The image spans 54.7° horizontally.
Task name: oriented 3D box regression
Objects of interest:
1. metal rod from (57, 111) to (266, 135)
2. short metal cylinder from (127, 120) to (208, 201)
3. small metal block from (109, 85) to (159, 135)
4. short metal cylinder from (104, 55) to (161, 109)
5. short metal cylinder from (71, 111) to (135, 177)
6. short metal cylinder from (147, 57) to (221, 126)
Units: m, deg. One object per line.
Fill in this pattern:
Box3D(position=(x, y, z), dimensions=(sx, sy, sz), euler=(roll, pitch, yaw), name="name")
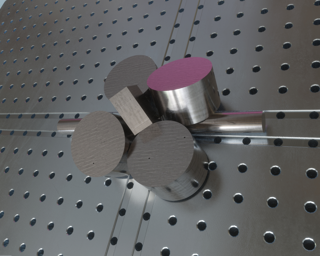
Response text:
Box3D(position=(-0.018, -0.004, 0.415), dimensions=(0.300, 0.025, 0.025), euler=(-1, 61, 27), name="metal rod")
Box3D(position=(0.010, 0.038, 0.359), dimensions=(0.080, 0.050, 0.080), euler=(-13, 56, 21), name="short metal cylinder")
Box3D(position=(-0.029, -0.023, 0.371), dimensions=(0.025, 0.050, 0.050), euler=(-34, 93, 13), name="small metal block")
Box3D(position=(-0.031, -0.056, 0.438), dimensions=(0.080, 0.050, 0.080), euler=(-13, 56, 21), name="short metal cylinder")
Box3D(position=(-0.064, 0.022, 0.392), dimensions=(0.080, 0.050, 0.080), euler=(-5, 80, 26), name="short metal cylinder")
Box3D(position=(0.030, -0.046, 0.383), dimensions=(0.080, 0.050, 0.080), euler=(-14, 34, 10), name="short metal cylinder")
